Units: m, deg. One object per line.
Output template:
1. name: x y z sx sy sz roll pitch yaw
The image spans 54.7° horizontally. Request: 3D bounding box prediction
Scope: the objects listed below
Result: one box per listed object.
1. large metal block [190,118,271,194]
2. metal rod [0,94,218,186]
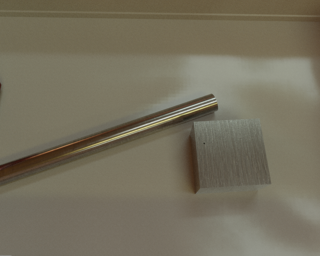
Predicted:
1. large metal block: 0.083 0.036 0.384 0.081 0.050 0.080 -3 70 -2
2. metal rod: -0.068 0.014 0.403 0.302 0.025 0.025 -19 71 -7
